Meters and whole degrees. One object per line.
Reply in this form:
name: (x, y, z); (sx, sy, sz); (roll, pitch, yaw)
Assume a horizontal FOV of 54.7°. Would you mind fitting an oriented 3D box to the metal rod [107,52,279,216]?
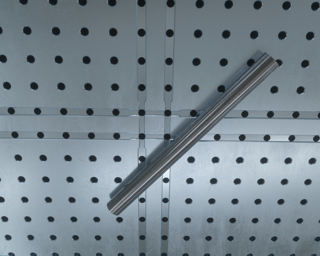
metal rod: (0.035, 0.017, 0.420); (0.025, 0.025, 0.299); (42, 104, -14)
